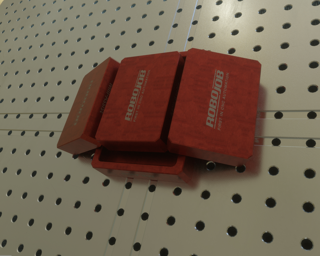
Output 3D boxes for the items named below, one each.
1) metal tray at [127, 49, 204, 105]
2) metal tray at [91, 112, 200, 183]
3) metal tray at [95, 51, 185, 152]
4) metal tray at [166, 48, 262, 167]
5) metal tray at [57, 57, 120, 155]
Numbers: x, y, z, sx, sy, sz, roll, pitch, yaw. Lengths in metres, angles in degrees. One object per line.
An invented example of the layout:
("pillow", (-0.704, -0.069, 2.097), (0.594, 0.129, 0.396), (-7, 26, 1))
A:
("metal tray", (0.002, -0.061, 0.440), (0.130, 0.030, 0.090), (1, 62, 28))
("metal tray", (-0.018, 0.019, 0.402), (0.130, 0.030, 0.090), (1, 62, 28))
("metal tray", (-0.021, -0.035, 0.397), (0.090, 0.030, 0.130), (0, 61, 27))
("metal tray", (0.065, -0.027, 0.362), (0.090, 0.030, 0.130), (12, 65, 3))
("metal tray", (-0.099, -0.031, 0.451), (0.090, 0.030, 0.130), (-19, 50, 49))
